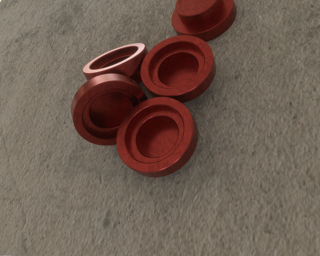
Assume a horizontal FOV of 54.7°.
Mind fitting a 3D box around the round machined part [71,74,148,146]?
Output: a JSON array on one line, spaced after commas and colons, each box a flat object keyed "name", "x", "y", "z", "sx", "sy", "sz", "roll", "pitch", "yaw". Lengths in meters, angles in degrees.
[{"name": "round machined part", "x": -0.067, "y": -0.028, "z": 0.409, "sx": 0.098, "sy": 0.098, "sz": 0.042, "roll": -36, "pitch": 41, "yaw": 4}]

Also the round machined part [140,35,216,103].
[{"name": "round machined part", "x": 0.027, "y": -0.074, "z": 0.418, "sx": 0.098, "sy": 0.042, "sz": 0.098, "roll": -9, "pitch": 61, "yaw": 16}]

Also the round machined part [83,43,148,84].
[{"name": "round machined part", "x": -0.060, "y": -0.085, "z": 0.459, "sx": 0.098, "sy": 0.042, "sz": 0.098, "roll": -17, "pitch": 29, "yaw": 10}]

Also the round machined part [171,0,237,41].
[{"name": "round machined part", "x": 0.062, "y": -0.180, "z": 0.470, "sx": 0.098, "sy": 0.042, "sz": 0.098, "roll": -13, "pitch": 56, "yaw": 20}]

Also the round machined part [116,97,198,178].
[{"name": "round machined part", "x": 0.000, "y": 0.014, "z": 0.380, "sx": 0.098, "sy": 0.042, "sz": 0.098, "roll": -10, "pitch": 61, "yaw": 19}]
